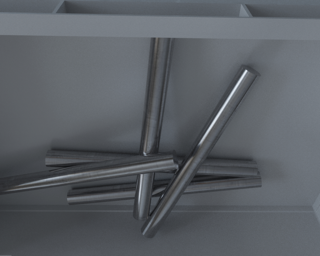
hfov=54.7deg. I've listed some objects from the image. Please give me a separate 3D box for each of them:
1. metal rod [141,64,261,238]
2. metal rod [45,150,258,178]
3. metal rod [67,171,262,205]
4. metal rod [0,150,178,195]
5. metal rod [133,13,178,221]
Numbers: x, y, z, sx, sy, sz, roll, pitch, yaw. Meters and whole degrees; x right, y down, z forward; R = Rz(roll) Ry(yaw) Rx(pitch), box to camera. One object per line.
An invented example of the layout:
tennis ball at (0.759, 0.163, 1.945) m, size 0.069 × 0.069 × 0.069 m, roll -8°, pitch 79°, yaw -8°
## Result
metal rod at (0.043, 0.050, 0.424) m, size 0.025 × 0.025 × 0.298 m, roll 19°, pitch 120°, yaw -16°
metal rod at (-0.009, 0.052, 0.452) m, size 0.302 × 0.025 × 0.025 m, roll 3°, pitch 130°, yaw -4°
metal rod at (0.004, 0.095, 0.488) m, size 0.302 × 0.025 × 0.025 m, roll -6°, pitch 130°, yaw 5°
metal rod at (-0.123, 0.066, 0.428) m, size 0.301 × 0.025 × 0.025 m, roll -11°, pitch 130°, yaw 15°
metal rod at (-0.012, 0.011, 0.393) m, size 0.025 × 0.025 × 0.298 m, roll 5°, pitch 124°, yaw -5°
